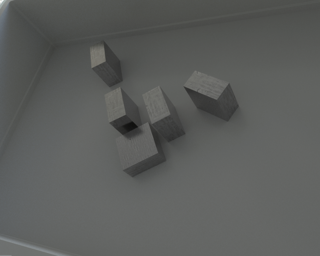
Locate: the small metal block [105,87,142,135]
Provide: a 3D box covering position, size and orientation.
[{"bbox_3d":[-0.049,-0.019,0.426,0.025,0.050,0.050,-25,53,13],"label":"small metal block"}]

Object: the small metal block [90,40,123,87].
[{"bbox_3d":[-0.086,-0.102,0.496,0.025,0.050,0.050,-23,54,14],"label":"small metal block"}]

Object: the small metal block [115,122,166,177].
[{"bbox_3d":[-0.026,0.028,0.401,0.050,0.025,0.050,-27,53,11],"label":"small metal block"}]

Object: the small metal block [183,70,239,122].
[{"bbox_3d":[0.063,-0.039,0.380,0.050,0.050,0.025,29,78,37],"label":"small metal block"}]

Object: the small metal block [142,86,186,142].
[{"bbox_3d":[0.005,-0.017,0.396,0.025,0.050,0.050,-27,53,11],"label":"small metal block"}]
